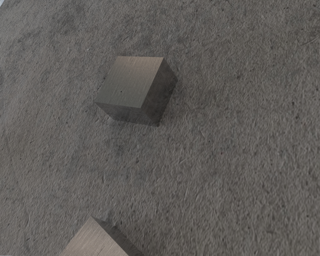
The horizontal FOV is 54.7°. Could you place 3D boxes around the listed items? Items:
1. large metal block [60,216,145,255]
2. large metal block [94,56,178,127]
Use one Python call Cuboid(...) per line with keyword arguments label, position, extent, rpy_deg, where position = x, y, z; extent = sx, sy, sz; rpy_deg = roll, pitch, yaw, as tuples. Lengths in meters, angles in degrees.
Cuboid(label="large metal block", position=(-0.062, 0.154, 0.326), extent=(0.080, 0.050, 0.080), rpy_deg=(31, 79, 38))
Cuboid(label="large metal block", position=(-0.032, -0.053, 0.438), extent=(0.080, 0.050, 0.080), rpy_deg=(10, 67, 32))
